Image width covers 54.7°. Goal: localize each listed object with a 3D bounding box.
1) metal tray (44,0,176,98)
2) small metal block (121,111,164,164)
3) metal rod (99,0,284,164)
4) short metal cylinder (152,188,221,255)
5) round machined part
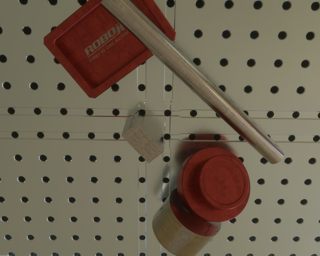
[{"bbox_3d":[-0.058,-0.108,0.369,0.130,0.030,0.090,-35,107,11],"label":"metal tray"},{"bbox_3d":[-0.021,0.011,0.404,0.025,0.050,0.050,-39,106,13],"label":"small metal block"},{"bbox_3d":[0.054,-0.048,0.374,0.301,0.025,0.025,39,105,-22],"label":"metal rod"},{"bbox_3d":[0.037,0.129,0.428,0.080,0.080,0.050,26,119,-10],"label":"short metal cylinder"},{"bbox_3d":[0.075,0.072,0.405,0.099,0.042,0.098,5,73,-15],"label":"round machined part"}]
